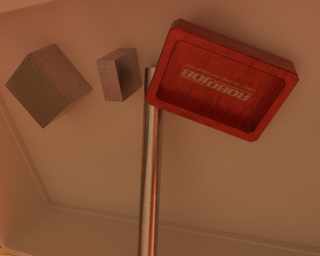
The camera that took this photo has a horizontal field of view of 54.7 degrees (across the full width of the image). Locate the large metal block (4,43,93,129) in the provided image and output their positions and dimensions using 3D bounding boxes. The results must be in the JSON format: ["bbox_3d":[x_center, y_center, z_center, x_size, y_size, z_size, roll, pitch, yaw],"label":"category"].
[{"bbox_3d":[-0.157,-0.058,0.437,0.080,0.050,0.080,-32,101,38],"label":"large metal block"}]

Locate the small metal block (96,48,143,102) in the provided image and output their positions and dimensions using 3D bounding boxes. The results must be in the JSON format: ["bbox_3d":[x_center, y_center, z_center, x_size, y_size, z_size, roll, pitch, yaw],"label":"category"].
[{"bbox_3d":[-0.048,-0.065,0.376,0.025,0.050,0.050,6,121,25],"label":"small metal block"}]

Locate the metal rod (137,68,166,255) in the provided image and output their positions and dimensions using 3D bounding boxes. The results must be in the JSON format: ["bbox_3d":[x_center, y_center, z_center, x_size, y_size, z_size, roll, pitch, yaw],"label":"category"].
[{"bbox_3d":[-0.012,0.077,0.384,0.025,0.025,0.298,5,96,25],"label":"metal rod"}]

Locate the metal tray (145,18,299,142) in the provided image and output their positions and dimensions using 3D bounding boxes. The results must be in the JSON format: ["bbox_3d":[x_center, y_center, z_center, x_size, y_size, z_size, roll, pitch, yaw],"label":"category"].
[{"bbox_3d":[0.060,-0.046,0.323,0.131,0.030,0.089,20,127,-3],"label":"metal tray"}]
